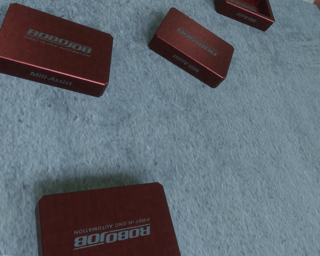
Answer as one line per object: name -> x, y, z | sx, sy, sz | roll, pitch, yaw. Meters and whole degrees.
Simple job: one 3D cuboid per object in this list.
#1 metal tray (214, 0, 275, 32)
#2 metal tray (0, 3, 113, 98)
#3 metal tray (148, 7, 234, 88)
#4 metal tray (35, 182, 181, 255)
metal tray -> 0.178, -0.266, 0.661 | 0.131, 0.030, 0.090 | 12, 57, -22
metal tray -> -0.129, -0.097, 0.391 | 0.131, 0.030, 0.090 | 13, 56, -21
metal tray -> 0.055, -0.134, 0.514 | 0.130, 0.030, 0.090 | 30, 52, -9
metal tray -> -0.050, 0.107, 0.309 | 0.131, 0.030, 0.090 | -1, 62, -29
